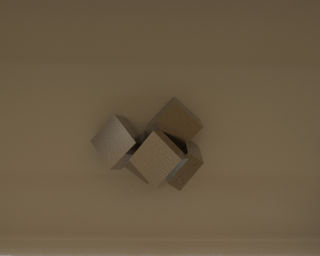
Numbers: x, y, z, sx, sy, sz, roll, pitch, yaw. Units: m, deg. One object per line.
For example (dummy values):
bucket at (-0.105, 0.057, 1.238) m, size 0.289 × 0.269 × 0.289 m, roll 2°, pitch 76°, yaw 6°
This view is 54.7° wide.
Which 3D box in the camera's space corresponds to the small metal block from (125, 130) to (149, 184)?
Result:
small metal block at (-0.019, 0.040, 0.424) m, size 0.050 × 0.025 × 0.050 m, roll 40°, pitch 105°, yaw -14°

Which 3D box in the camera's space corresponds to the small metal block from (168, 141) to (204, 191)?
small metal block at (0.030, 0.047, 0.414) m, size 0.025 × 0.050 × 0.050 m, roll 34°, pitch 106°, yaw -12°

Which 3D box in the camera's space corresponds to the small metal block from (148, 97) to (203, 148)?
small metal block at (0.020, -0.004, 0.408) m, size 0.050 × 0.025 × 0.050 m, roll 40°, pitch 105°, yaw -14°

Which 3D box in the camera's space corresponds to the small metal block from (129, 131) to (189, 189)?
small metal block at (-0.002, 0.039, 0.384) m, size 0.050 × 0.025 × 0.050 m, roll 45°, pitch 106°, yaw 20°

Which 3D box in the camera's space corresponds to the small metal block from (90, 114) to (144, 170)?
small metal block at (-0.055, 0.019, 0.403) m, size 0.050 × 0.025 × 0.050 m, roll -46°, pitch 66°, yaw 15°
